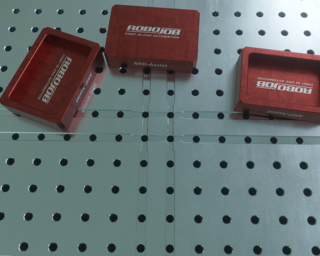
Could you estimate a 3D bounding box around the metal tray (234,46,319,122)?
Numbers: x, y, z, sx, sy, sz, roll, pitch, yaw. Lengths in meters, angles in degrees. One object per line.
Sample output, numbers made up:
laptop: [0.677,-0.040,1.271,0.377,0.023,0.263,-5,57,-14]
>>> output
metal tray: [0.174,-0.061,0.432,0.131,0.030,0.090,8,70,2]

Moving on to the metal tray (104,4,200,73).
metal tray: [-0.010,-0.133,0.458,0.131,0.030,0.090,5,70,1]

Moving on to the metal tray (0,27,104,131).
metal tray: [-0.147,-0.071,0.434,0.090,0.030,0.130,20,71,7]
